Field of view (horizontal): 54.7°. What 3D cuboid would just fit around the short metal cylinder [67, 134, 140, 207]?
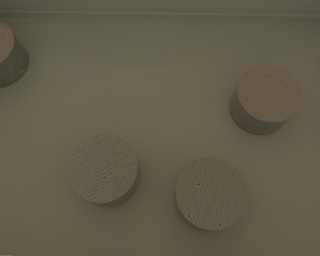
[{"bbox_3d":[-0.066,0.053,0.376,0.081,0.050,0.080,0,70,0],"label":"short metal cylinder"}]

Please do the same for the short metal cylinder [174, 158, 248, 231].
[{"bbox_3d":[0.058,0.080,0.367,0.081,0.050,0.080,0,70,0],"label":"short metal cylinder"}]

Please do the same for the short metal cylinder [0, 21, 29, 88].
[{"bbox_3d":[-0.233,-0.102,0.432,0.081,0.050,0.080,0,70,0],"label":"short metal cylinder"}]

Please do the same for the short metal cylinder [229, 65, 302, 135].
[{"bbox_3d":[0.137,-0.036,0.410,0.081,0.050,0.080,0,70,0],"label":"short metal cylinder"}]
